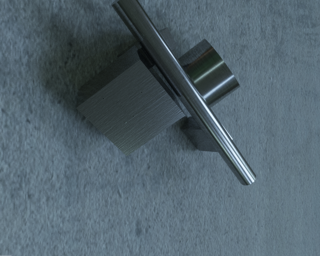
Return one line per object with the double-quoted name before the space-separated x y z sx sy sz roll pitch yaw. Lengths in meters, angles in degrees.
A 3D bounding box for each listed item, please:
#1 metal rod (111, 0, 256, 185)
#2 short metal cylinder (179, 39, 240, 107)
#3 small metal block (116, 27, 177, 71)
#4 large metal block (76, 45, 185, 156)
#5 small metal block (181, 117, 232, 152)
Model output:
"metal rod" 0.045 -0.029 0.381 0.300 0.025 0.025 51 60 -28
"short metal cylinder" 0.063 -0.072 0.417 0.050 0.080 0.080 -37 121 12
"small metal block" -0.016 -0.094 0.378 0.050 0.050 0.025 -46 118 -30
"large metal block" -0.032 -0.029 0.341 0.080 0.050 0.080 -36 121 10
"small metal block" 0.067 0.009 0.445 0.050 0.050 0.025 48 61 -30
